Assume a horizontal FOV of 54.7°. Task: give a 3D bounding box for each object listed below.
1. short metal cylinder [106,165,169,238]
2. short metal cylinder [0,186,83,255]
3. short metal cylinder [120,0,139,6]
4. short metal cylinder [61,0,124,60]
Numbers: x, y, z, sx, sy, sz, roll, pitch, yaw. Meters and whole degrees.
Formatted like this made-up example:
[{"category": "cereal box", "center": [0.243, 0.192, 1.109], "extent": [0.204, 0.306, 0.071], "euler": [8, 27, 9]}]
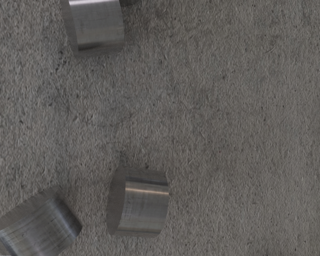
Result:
[{"category": "short metal cylinder", "center": [-0.029, 0.088, 0.369], "extent": [0.050, 0.080, 0.080], "euler": [11, 86, -20]}, {"category": "short metal cylinder", "center": [-0.132, 0.106, 0.331], "extent": [0.080, 0.080, 0.050], "euler": [-32, 101, -17]}, {"category": "short metal cylinder", "center": [-0.046, -0.197, 0.378], "extent": [0.081, 0.050, 0.080], "euler": [0, 90, -20]}, {"category": "short metal cylinder", "center": [-0.078, -0.122, 0.351], "extent": [0.050, 0.080, 0.080], "euler": [-15, 95, -19]}]
